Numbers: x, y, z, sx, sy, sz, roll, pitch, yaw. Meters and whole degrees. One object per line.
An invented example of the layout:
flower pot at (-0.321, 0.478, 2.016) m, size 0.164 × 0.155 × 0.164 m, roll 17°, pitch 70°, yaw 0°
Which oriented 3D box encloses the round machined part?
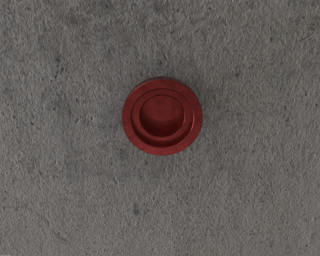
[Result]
round machined part at (0.003, -0.018, 0.394) m, size 0.099 × 0.042 × 0.097 m, roll 0°, pitch 110°, yaw 0°
